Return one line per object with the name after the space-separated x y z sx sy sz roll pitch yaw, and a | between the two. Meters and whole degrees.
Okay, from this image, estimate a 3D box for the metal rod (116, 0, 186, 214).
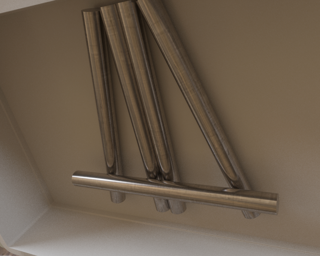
-0.004 -0.009 0.404 0.025 0.025 0.298 1 119 28 | metal rod

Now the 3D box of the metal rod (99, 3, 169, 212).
-0.026 -0.009 0.415 0.025 0.025 0.298 1 119 28 | metal rod

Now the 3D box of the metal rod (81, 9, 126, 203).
-0.075 -0.011 0.440 0.025 0.025 0.298 11 124 22 | metal rod

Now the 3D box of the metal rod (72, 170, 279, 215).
0.002 0.084 0.424 0.300 0.025 0.025 2 119 27 | metal rod

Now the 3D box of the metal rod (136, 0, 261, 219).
0.054 -0.014 0.370 0.025 0.025 0.299 -17 110 35 | metal rod
